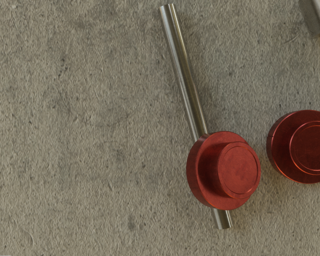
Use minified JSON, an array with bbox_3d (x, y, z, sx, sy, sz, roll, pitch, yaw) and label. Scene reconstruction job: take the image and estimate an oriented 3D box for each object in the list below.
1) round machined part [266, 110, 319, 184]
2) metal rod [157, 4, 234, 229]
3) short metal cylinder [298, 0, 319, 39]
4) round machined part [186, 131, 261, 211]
[{"bbox_3d":[0.195,0.025,0.404,0.099,0.042,0.097,0,90,-1],"label":"round machined part"},{"bbox_3d":[0.047,-0.015,0.410,0.025,0.025,0.298,-15,90,0],"label":"metal rod"},{"bbox_3d":[0.222,-0.152,0.385,0.080,0.080,0.050,-20,90,0],"label":"short metal cylinder"},{"bbox_3d":[0.085,0.052,0.382,0.099,0.042,0.097,4,81,-28],"label":"round machined part"}]
